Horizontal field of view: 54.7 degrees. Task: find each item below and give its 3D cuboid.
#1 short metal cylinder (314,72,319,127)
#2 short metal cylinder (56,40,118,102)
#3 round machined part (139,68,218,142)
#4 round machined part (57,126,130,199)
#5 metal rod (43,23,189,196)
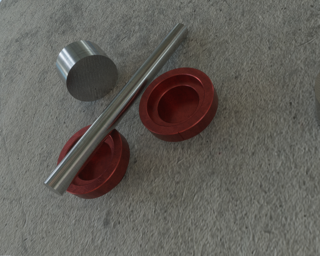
[{"bbox_3d":[0.196,-0.028,0.302,0.080,0.050,0.080,-13,56,20],"label":"short metal cylinder"},{"bbox_3d":[-0.113,-0.088,0.480,0.080,0.080,0.050,-41,51,0],"label":"short metal cylinder"},{"bbox_3d":[0.026,-0.025,0.394,0.098,0.042,0.098,-13,56,20],"label":"round machined part"},{"bbox_3d":[-0.082,0.046,0.406,0.098,0.042,0.098,-13,56,20],"label":"round machined part"},{"bbox_3d":[-0.042,-0.042,0.409,0.025,0.025,0.301,14,56,33],"label":"metal rod"}]
